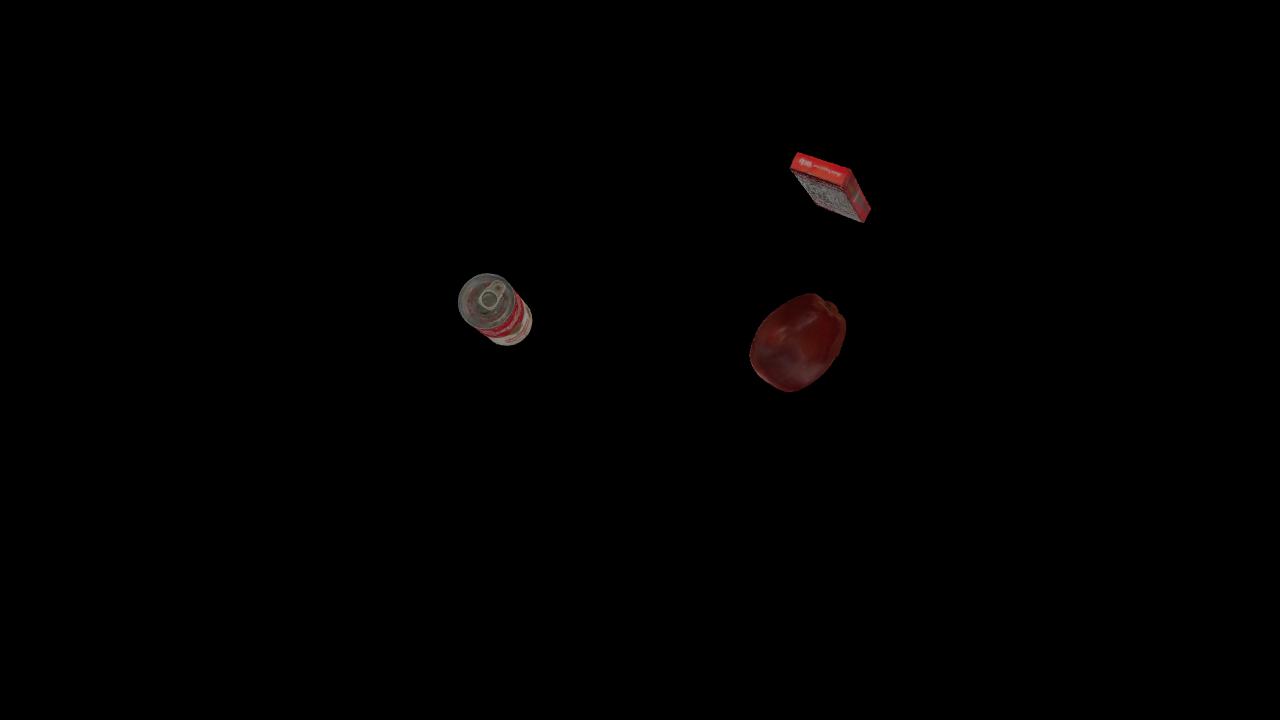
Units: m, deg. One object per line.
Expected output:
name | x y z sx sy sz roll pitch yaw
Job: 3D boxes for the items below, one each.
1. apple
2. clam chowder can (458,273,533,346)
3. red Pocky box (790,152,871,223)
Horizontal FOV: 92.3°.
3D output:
apple | 0.143 -0.015 0.565 0.079 0.079 0.093 0 -41 -50
clam chowder can | -0.176 -0.059 0.762 0.068 0.068 0.102 0 -10 2
red Pocky box | 0.274 -0.243 0.875 0.083 0.028 0.155 33 10 29
